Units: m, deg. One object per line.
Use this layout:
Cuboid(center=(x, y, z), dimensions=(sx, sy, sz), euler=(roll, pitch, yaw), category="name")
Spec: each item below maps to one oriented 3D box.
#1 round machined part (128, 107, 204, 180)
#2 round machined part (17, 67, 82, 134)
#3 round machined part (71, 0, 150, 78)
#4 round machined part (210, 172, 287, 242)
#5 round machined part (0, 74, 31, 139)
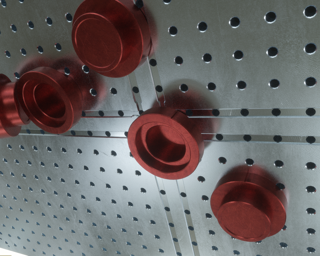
Cuboid(center=(0.011, 0.016, 0.403), dimensions=(0.098, 0.042, 0.097), euler=(13, 124, 20), category="round machined part")
Cuboid(center=(-0.154, -0.043, 0.452), dimensions=(0.098, 0.042, 0.097), euler=(13, 124, 20), category="round machined part")
Cuboid(center=(-0.064, -0.105, 0.367), dimensions=(0.098, 0.042, 0.097), euler=(13, 124, 20), category="round machined part")
Cuboid(center=(0.114, 0.110, 0.408), dimensions=(0.098, 0.042, 0.097), euler=(13, 124, 20), category="round machined part")
Cuboid(center=(-0.229, -0.035, 0.471), dimensions=(0.042, 0.098, 0.097), euler=(-10, 119, -5), category="round machined part")
